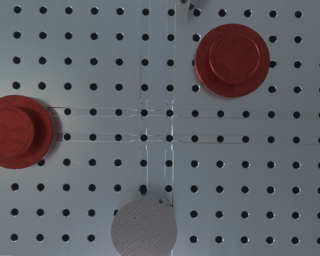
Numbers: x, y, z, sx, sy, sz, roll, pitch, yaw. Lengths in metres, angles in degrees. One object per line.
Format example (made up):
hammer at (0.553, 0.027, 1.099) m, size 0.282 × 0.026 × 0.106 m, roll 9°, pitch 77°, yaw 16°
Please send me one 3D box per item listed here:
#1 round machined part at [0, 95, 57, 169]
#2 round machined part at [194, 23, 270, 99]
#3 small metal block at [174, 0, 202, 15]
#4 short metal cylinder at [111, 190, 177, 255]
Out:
round machined part at (-0.190, 0.005, 0.403) m, size 0.099 × 0.042 × 0.097 m, roll 0°, pitch 90°, yaw 0°
round machined part at (0.095, -0.089, 0.405) m, size 0.099 × 0.042 × 0.097 m, roll 0°, pitch 90°, yaw 0°
small metal block at (0.046, -0.182, 0.401) m, size 0.025 × 0.050 × 0.050 m, roll 45°, pitch 90°, yaw 0°
short metal cylinder at (-0.019, 0.126, 0.401) m, size 0.081 × 0.050 × 0.080 m, roll 0°, pitch 90°, yaw 0°
